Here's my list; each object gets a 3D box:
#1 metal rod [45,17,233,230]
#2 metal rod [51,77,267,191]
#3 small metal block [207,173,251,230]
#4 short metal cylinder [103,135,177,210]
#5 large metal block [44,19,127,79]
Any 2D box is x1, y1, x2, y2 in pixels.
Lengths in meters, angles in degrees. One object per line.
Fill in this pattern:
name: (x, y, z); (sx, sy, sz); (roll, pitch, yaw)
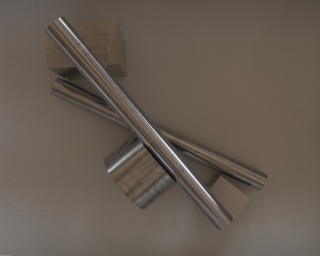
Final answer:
metal rod: (-0.014, 0.005, 0.352); (0.025, 0.025, 0.300); (-40, 103, 0)
metal rod: (0.000, 0.008, 0.410); (0.301, 0.025, 0.025); (25, 90, -1)
small metal block: (0.082, 0.096, 0.411); (0.050, 0.025, 0.050); (38, 90, -1)
short metal cylinder: (-0.023, 0.052, 0.381); (0.050, 0.080, 0.080); (-40, 91, 0)
large metal block: (-0.087, -0.093, 0.382); (0.081, 0.080, 0.050); (-4, 90, -1)
